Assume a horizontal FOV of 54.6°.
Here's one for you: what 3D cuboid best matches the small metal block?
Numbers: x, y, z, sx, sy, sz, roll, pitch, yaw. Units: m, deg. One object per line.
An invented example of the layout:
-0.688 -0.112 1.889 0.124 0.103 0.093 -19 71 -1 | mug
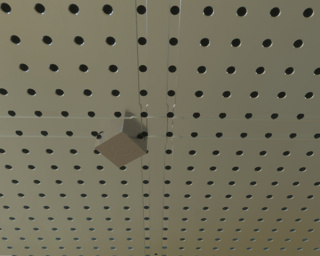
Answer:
-0.053 0.023 0.430 0.050 0.025 0.050 -30 124 22 | small metal block
